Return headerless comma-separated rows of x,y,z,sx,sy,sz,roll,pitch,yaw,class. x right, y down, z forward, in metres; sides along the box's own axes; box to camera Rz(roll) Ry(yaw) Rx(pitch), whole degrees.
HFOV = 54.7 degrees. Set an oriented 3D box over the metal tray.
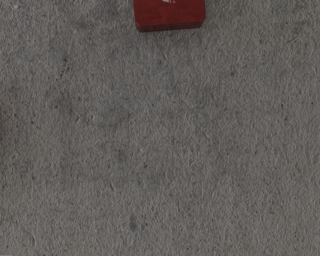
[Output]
0.009,-0.197,0.407,0.091,0.030,0.129,-5,90,0,metal tray
